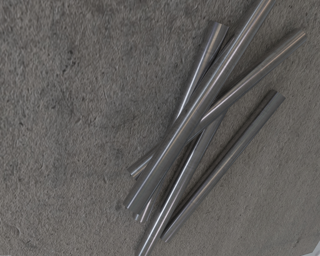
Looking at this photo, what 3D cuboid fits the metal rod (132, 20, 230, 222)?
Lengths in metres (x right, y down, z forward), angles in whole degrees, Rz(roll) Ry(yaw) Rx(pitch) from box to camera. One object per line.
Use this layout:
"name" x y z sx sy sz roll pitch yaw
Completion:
"metal rod" 0.021 0.006 0.421 0.025 0.025 0.298 8 115 -32

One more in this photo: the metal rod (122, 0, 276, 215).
"metal rod" 0.049 -0.033 0.366 0.025 0.025 0.300 38 82 -39

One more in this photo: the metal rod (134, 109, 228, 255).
"metal rod" 0.028 0.088 0.476 0.025 0.025 0.298 12 112 -34

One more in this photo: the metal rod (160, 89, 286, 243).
"metal rod" 0.094 0.066 0.498 0.025 0.025 0.299 29 103 -38

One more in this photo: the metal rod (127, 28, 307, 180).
"metal rod" 0.081 -0.035 0.404 0.301 0.025 0.025 -40 130 -11
